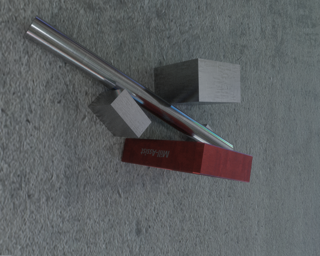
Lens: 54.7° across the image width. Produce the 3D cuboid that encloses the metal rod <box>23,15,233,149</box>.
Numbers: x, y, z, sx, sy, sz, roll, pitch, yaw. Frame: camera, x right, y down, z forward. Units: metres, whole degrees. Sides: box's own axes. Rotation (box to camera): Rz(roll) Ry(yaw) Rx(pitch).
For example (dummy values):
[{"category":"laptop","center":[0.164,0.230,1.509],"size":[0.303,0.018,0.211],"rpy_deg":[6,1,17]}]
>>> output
[{"category":"metal rod","center":[-0.015,-0.033,0.378],"size":[0.301,0.025,0.025],"rpy_deg":[31,71,-31]}]

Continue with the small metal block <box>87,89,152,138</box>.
[{"category":"small metal block","center":[-0.046,-0.016,0.352],"size":[0.050,0.050,0.025],"rpy_deg":[52,59,-28]}]

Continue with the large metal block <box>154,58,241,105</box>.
[{"category":"large metal block","center":[0.049,-0.057,0.412],"size":[0.081,0.080,0.050],"rpy_deg":[-3,92,-40]}]

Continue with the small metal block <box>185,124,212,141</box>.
[{"category":"small metal block","center":[0.063,0.029,0.462],"size":[0.050,0.025,0.050],"rpy_deg":[49,61,-29]}]

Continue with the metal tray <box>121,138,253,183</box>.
[{"category":"metal tray","center":[0.028,0.036,0.363],"size":[0.091,0.130,0.030],"rpy_deg":[16,80,-39]}]
